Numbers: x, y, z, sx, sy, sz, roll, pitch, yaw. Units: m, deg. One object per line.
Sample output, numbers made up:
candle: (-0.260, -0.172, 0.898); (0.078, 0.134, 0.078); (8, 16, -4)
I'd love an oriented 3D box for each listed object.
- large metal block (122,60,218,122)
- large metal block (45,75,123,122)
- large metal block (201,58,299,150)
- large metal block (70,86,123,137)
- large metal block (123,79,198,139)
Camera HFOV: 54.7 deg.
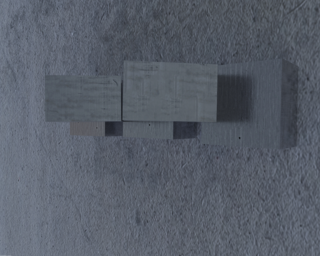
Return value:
large metal block: (0.005, -0.031, 0.302); (0.080, 0.081, 0.050); (-172, 84, -84)
large metal block: (-0.086, -0.032, 0.374); (0.081, 0.080, 0.050); (-1, 90, -6)
large metal block: (0.091, -0.022, 0.315); (0.080, 0.050, 0.079); (2, 91, 39)
large metal block: (-0.089, -0.029, 0.461); (0.080, 0.050, 0.079); (1, 90, 39)
large metal block: (0.000, -0.028, 0.389); (0.080, 0.050, 0.079); (1, 91, 39)
